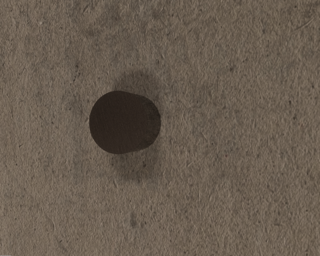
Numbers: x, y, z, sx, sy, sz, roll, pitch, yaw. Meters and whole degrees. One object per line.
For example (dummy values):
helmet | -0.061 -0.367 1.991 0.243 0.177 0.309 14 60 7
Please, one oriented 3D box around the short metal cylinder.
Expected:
short metal cylinder | -0.045 -0.007 0.411 0.080 0.050 0.079 0 90 19
